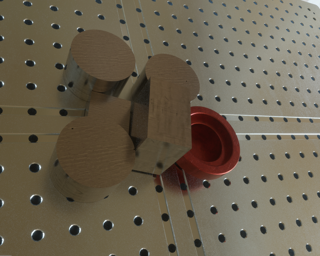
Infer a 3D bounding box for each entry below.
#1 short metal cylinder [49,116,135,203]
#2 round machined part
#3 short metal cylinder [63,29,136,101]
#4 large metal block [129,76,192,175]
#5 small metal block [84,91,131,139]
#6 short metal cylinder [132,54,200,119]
[{"bbox_3d":[-0.073,0.034,0.332,0.081,0.050,0.080,14,56,-21],"label":"short metal cylinder"},{"bbox_3d":[0.053,0.023,0.411,0.099,0.042,0.098,14,56,-21],"label":"round machined part"},{"bbox_3d":[-0.078,-0.078,0.397,0.081,0.050,0.080,14,56,-21],"label":"short metal cylinder"},{"bbox_3d":[-0.005,0.000,0.366,0.050,0.080,0.080,15,56,-20],"label":"large metal block"},{"bbox_3d":[-0.065,-0.012,0.380,0.050,0.025,0.050,14,56,-21],"label":"small metal block"},{"bbox_3d":[0.008,-0.055,0.429,0.081,0.050,0.080,14,56,-21],"label":"short metal cylinder"}]
